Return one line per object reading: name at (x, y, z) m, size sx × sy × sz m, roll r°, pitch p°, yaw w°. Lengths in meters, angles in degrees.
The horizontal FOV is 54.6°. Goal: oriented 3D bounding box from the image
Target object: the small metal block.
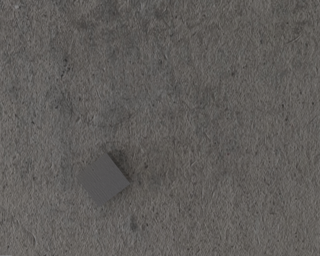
small metal block at (-0.073, 0.067, 0.410) m, size 0.050 × 0.025 × 0.050 m, roll -37°, pitch 90°, yaw 0°
